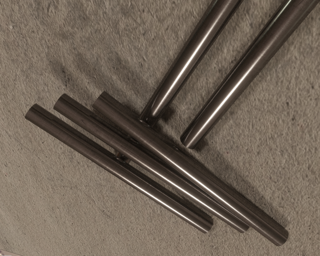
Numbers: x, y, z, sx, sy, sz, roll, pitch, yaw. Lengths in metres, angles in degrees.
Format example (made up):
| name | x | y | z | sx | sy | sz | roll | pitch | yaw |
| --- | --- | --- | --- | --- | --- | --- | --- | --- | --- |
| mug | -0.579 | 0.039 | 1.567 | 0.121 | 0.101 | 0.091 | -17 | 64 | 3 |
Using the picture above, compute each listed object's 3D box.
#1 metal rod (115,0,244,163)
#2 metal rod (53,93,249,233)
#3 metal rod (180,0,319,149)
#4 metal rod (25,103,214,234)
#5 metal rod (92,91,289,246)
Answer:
| name | x | y | z | sx | sy | sz | roll | pitch | yaw |
| --- | --- | --- | --- | --- | --- | --- | --- | --- | --- |
| metal rod | 0.003 | -0.037 | 0.381 | 0.025 | 0.025 | 0.298 | 38 | 129 | 2 |
| metal rod | -0.006 | 0.050 | 0.413 | 0.301 | 0.025 | 0.025 | 34 | 129 | -6 |
| metal rod | 0.102 | -0.079 | 0.303 | 0.025 | 0.025 | 0.298 | 37 | 129 | 3 |
| metal rod | -0.052 | 0.061 | 0.439 | 0.301 | 0.025 | 0.025 | 34 | 129 | -8 |
| metal rod | 0.043 | 0.055 | 0.396 | 0.301 | 0.025 | 0.025 | 38 | 129 | -6 |
